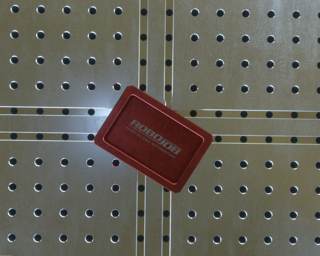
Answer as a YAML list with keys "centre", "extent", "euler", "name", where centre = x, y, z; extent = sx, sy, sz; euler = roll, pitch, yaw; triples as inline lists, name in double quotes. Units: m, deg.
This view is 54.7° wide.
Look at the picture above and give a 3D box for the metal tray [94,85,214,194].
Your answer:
- centre: [-0.008, 0.015, 0.410]
  extent: [0.130, 0.030, 0.090]
  euler: [32, 90, -1]
  name: "metal tray"
